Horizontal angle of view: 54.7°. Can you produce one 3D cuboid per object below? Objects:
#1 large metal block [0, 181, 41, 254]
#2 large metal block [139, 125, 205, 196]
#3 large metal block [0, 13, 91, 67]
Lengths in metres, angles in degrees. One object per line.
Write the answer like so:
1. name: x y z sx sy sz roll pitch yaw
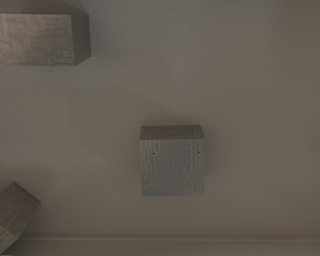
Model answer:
1. large metal block: -0.224 0.134 0.429 0.080 0.080 0.050 -42 105 14
2. large metal block: 0.016 0.043 0.414 0.080 0.050 0.079 -1 110 0
3. large metal block: -0.126 -0.100 0.344 0.081 0.080 0.050 1 110 -1
